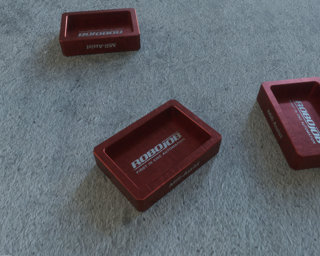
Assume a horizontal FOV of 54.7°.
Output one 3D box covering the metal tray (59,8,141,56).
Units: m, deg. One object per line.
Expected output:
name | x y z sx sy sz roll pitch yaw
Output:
metal tray | -0.104 -0.169 0.541 0.131 0.030 0.090 -6 50 -6

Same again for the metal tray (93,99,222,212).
metal tray | -0.001 0.027 0.376 0.131 0.030 0.090 -34 58 -25

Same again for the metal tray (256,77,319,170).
metal tray | 0.195 -0.011 0.410 0.091 0.030 0.130 -6 50 -6
